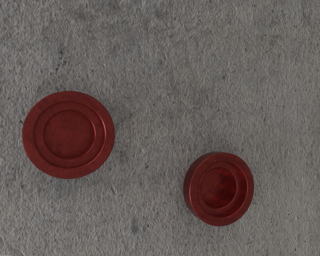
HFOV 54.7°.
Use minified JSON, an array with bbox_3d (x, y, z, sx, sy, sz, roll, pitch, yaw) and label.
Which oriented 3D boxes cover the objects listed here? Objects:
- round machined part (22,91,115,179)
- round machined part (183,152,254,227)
[{"bbox_3d":[-0.106,0.007,0.361,0.099,0.042,0.097,0,90,-20],"label":"round machined part"},{"bbox_3d":[0.077,0.081,0.428,0.099,0.042,0.097,0,90,-20],"label":"round machined part"}]
